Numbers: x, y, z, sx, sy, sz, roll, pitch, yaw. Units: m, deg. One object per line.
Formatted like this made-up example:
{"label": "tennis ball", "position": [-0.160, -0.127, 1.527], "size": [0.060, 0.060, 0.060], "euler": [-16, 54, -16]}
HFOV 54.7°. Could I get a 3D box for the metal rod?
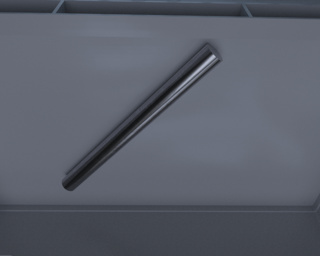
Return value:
{"label": "metal rod", "position": [-0.040, 0.002, 0.410], "size": [0.025, 0.025, 0.299], "euler": [35, 122, -26]}
